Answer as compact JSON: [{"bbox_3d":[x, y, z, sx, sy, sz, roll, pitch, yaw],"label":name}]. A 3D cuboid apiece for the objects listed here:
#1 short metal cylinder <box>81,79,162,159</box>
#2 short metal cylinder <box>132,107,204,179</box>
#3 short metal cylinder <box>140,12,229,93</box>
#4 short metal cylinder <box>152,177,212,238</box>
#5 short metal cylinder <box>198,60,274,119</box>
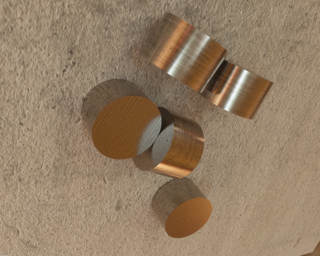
[{"bbox_3d":[-0.045,-0.011,0.359,0.081,0.050,0.079,-14,124,-21],"label":"short metal cylinder"},{"bbox_3d":[0.008,0.019,0.387,0.050,0.080,0.080,21,107,-36],"label":"short metal cylinder"},{"bbox_3d":[0.026,-0.081,0.335,0.080,0.080,0.050,23,106,-37],"label":"short metal cylinder"},{"bbox_3d":[0.034,0.125,0.486,0.081,0.050,0.079,-14,124,-21],"label":"short metal cylinder"},{"bbox_3d":[0.094,-0.052,0.390,0.081,0.080,0.050,13,112,-34],"label":"short metal cylinder"}]
